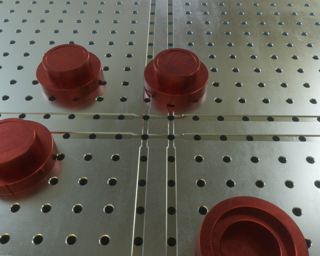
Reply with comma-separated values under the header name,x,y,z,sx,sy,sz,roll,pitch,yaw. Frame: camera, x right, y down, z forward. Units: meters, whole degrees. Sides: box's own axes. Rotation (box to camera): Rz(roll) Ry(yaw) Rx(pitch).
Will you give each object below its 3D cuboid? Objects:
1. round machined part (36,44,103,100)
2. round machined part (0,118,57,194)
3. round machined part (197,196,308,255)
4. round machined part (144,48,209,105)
name,x,y,z,sx,sy,sz,roll,pitch,yaw
round machined part,-0.139,-0.092,0.473,0.099,0.042,0.098,0,50,0
round machined part,-0.180,0.026,0.374,0.099,0.042,0.098,0,50,0
round machined part,0.084,0.119,0.297,0.099,0.042,0.098,0,50,0
round machined part,0.025,-0.083,0.467,0.099,0.042,0.098,0,50,0
